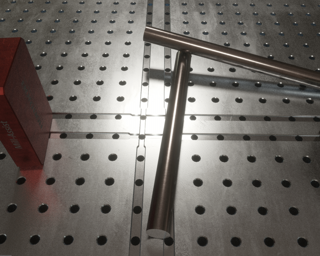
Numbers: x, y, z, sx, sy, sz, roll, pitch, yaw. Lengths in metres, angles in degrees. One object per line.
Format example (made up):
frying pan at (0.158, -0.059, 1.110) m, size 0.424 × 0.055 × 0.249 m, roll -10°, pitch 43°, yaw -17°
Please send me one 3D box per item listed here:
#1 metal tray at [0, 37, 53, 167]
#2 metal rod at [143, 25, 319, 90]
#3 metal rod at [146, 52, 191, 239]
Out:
metal tray at (-0.162, -0.026, 0.359) m, size 0.030 × 0.129 × 0.090 m, roll -4°, pitch 50°, yaw -3°
metal rod at (0.121, -0.107, 0.477) m, size 0.301 × 0.025 × 0.025 m, roll 17°, pitch 52°, yaw 5°
metal rod at (0.019, -0.005, 0.412) m, size 0.025 × 0.025 × 0.300 m, roll 6°, pitch 50°, yaw 5°
